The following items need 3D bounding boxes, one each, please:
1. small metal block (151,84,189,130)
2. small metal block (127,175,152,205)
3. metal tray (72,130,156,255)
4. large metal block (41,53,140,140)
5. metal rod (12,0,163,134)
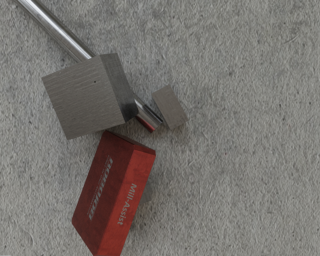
[{"bbox_3d":[0.012,-0.025,0.398,0.025,0.050,0.050,-29,90,0],"label":"small metal block"},{"bbox_3d":[-0.031,0.068,0.397,0.025,0.050,0.050,-21,90,0],"label":"small metal block"},{"bbox_3d":[-0.060,0.075,0.376,0.030,0.090,0.129,20,90,-34],"label":"metal tray"},{"bbox_3d":[-0.082,-0.039,0.378,0.080,0.050,0.080,-16,101,19],"label":"large metal block"},{"bbox_3d":[-0.112,-0.105,0.408,0.300,0.025,0.025,44,90,-1],"label":"metal rod"}]
